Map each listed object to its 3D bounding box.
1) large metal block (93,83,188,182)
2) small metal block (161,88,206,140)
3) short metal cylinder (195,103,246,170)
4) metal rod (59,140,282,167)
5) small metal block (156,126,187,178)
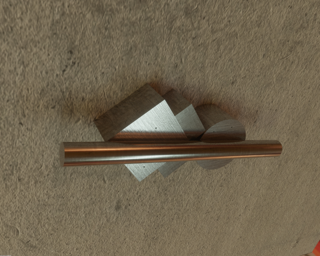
[{"bbox_3d":[-0.020,0.006,0.383,0.080,0.050,0.080,-36,129,-4],"label":"large metal block"},{"bbox_3d":[0.027,-0.017,0.397,0.025,0.050,0.050,-37,130,-4],"label":"small metal block"},{"bbox_3d":[0.073,0.012,0.438,0.081,0.050,0.079,-14,124,-21],"label":"short metal cylinder"},{"bbox_3d":[0.036,0.028,0.378,0.303,0.025,0.025,1,118,-29],"label":"metal rod"},{"bbox_3d":[0.010,0.031,0.418,0.050,0.050,0.025,-36,130,-4],"label":"small metal block"}]
